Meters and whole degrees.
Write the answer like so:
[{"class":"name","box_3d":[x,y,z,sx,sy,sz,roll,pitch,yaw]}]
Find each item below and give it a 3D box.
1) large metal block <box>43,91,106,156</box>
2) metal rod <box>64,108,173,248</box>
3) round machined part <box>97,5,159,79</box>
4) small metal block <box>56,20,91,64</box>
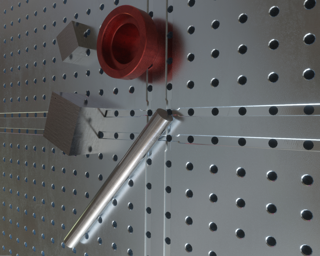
[{"class":"large metal block","box_3d":[-0.142,-0.009,0.511,0.080,0.050,0.079,27,107,36]},{"class":"metal rod","box_3d":[-0.074,0.089,0.470,0.025,0.025,0.298,52,120,27]},{"class":"round machined part","box_3d":[-0.041,-0.116,0.432,0.098,0.042,0.097,0,90,40]},{"class":"small metal block","box_3d":[-0.149,-0.146,0.533,0.050,0.025,0.050,-28,72,36]}]
